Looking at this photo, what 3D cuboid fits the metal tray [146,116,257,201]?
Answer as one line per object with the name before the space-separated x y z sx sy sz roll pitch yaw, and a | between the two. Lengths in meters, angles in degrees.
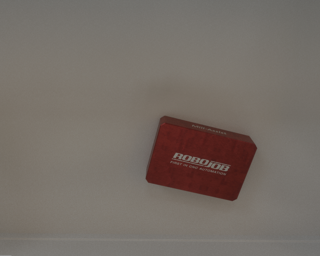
metal tray | 0.054 0.043 0.425 0.131 0.030 0.089 13 110 -5
